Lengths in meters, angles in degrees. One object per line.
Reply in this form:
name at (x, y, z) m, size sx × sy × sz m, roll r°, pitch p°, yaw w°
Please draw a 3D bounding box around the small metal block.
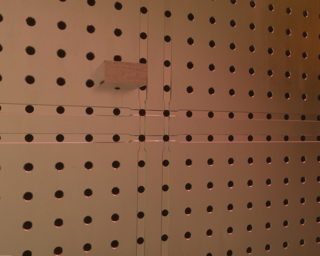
small metal block at (-0.048, -0.064, 0.382) m, size 0.050 × 0.050 × 0.025 m, roll 1°, pitch 90°, yaw -20°
